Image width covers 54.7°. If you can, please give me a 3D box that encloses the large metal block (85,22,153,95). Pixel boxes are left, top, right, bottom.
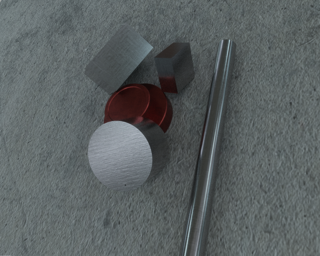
[{"bbox_3d":[-0.063,-0.098,0.455,0.080,0.050,0.080,-51,14,-8],"label":"large metal block"}]

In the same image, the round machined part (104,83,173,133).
[{"bbox_3d":[-0.036,-0.022,0.424,0.098,0.042,0.098,-13,56,20],"label":"round machined part"}]

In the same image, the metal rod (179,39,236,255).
[{"bbox_3d":[0.059,0.019,0.360,0.025,0.025,0.300,0,61,28],"label":"metal rod"}]

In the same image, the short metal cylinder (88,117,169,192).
[{"bbox_3d":[-0.036,0.028,0.364,0.080,0.050,0.079,3,99,21],"label":"short metal cylinder"}]

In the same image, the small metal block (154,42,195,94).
[{"bbox_3d":[0.021,-0.081,0.414,0.025,0.050,0.050,10,40,32],"label":"small metal block"}]
